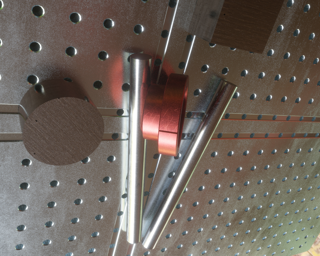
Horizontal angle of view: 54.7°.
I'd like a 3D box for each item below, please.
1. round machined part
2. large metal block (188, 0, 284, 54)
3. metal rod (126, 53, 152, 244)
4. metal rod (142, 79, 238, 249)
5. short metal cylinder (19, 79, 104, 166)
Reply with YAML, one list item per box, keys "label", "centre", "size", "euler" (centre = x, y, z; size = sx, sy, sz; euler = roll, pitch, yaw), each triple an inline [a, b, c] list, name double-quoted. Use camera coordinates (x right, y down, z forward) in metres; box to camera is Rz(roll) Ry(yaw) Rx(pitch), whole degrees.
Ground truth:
- label: "round machined part"
  centre: [0.006, -0.017, 0.371]
  size: [0.042, 0.098, 0.097]
  euler: [9, 120, 7]
- label: "large metal block"
  centre: [0.090, -0.138, 0.360]
  size: [0.081, 0.050, 0.079]
  euler: [2, 117, -30]
- label: "metal rod"
  centre: [-0.032, 0.048, 0.424]
  size: [0.025, 0.025, 0.298]
  euler: [-10, 123, -24]
- label: "metal rod"
  centre: [0.038, 0.067, 0.475]
  size: [0.025, 0.025, 0.298]
  euler: [11, 113, -34]
- label: "short metal cylinder"
  centre: [-0.106, -0.007, 0.334]
  size: [0.081, 0.050, 0.079]
  euler: [-14, 124, -21]
